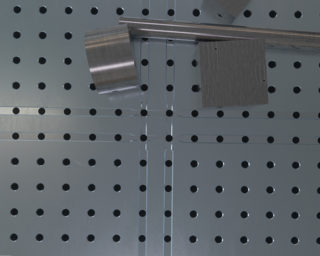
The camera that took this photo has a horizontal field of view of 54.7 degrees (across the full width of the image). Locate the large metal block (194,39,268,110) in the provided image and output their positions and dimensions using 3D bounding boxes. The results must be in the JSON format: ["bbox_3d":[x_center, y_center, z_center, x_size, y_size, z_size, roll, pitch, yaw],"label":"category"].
[{"bbox_3d":[0.090,-0.067,0.402,0.081,0.050,0.079,-3,90,0],"label":"large metal block"}]

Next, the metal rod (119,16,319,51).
[{"bbox_3d":[0.098,-0.124,0.414,0.302,0.025,0.025,4,90,0],"label":"metal rod"}]

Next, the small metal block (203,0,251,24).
[{"bbox_3d":[0.094,-0.178,0.414,0.050,0.025,0.050,39,90,0],"label":"small metal block"}]

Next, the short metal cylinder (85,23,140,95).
[{"bbox_3d":[-0.057,-0.085,0.385,0.050,0.080,0.080,-11,90,0],"label":"short metal cylinder"}]
